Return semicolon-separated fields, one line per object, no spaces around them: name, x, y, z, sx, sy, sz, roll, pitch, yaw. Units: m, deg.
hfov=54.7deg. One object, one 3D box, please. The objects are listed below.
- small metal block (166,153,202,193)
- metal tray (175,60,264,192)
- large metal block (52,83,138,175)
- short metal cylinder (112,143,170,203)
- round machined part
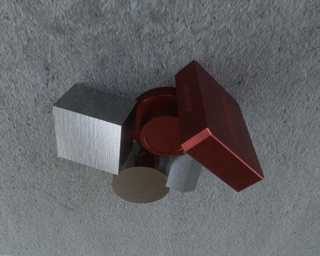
small metal block;0.036;0.060;0.430;0.025;0.050;0.050;17;180;26
metal tray;0.060;-0.007;0.333;0.030;0.130;0.090;-37;121;26
large metal block;-0.077;0.002;0.376;0.080;0.050;0.079;16;130;8
short metal cylinder;-0.026;0.064;0.447;0.081;0.050;0.079;0;130;0
round machined part;0.008;-0.002;0.397;0.099;0.042;0.097;-1;130;0
